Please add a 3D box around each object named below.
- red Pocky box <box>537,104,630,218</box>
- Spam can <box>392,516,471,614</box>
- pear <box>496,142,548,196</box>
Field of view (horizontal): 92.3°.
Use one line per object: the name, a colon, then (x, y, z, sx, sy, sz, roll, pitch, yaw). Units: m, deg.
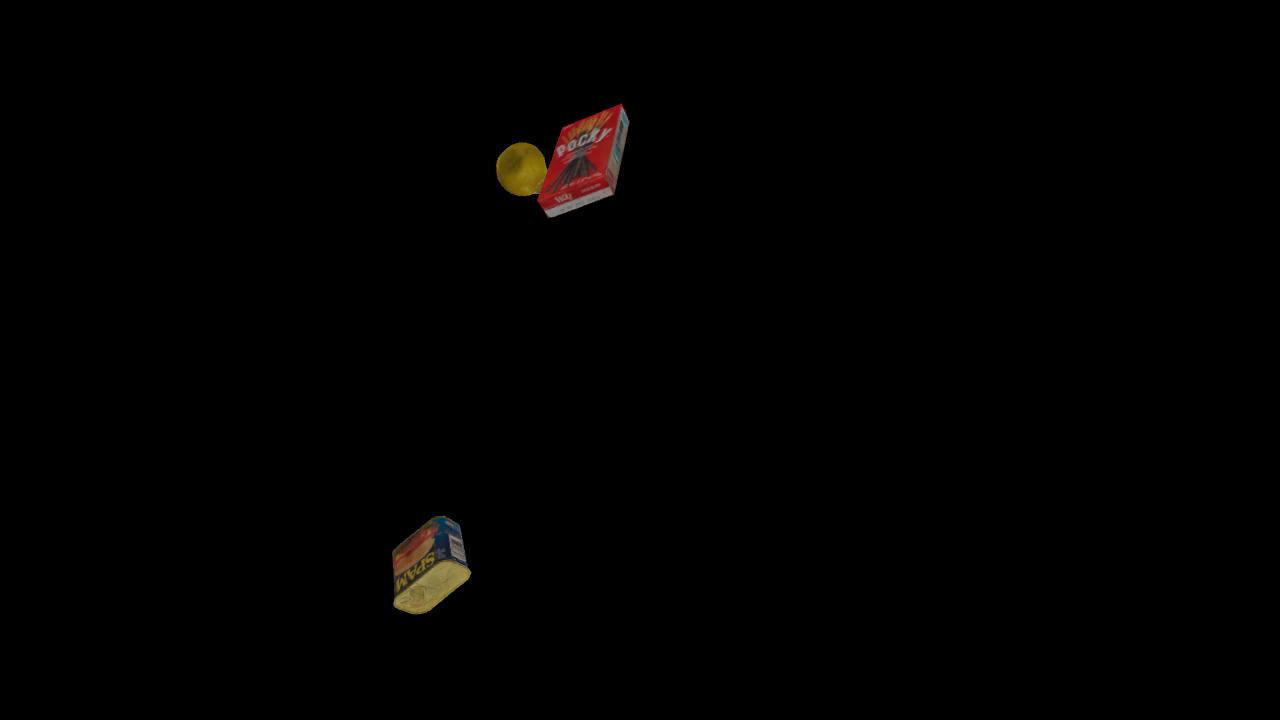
red Pocky box: (-0.060, -0.222, 0.677, 0.083, 0.155, 0.028, -15, -46, 22)
Spam can: (-0.284, 0.275, 0.831, 0.058, 0.101, 0.085, 47, 6, -40)
pear: (-0.172, -0.286, 0.961, 0.080, 0.080, 0.111, 0, -14, 23)
